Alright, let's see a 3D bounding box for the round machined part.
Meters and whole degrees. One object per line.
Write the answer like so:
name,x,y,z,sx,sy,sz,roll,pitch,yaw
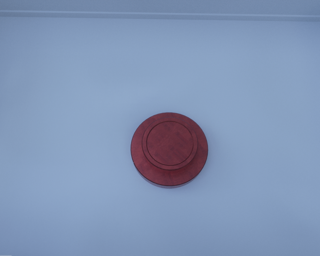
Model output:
round machined part,0.012,0.025,0.392,0.099,0.042,0.098,0,70,-1
